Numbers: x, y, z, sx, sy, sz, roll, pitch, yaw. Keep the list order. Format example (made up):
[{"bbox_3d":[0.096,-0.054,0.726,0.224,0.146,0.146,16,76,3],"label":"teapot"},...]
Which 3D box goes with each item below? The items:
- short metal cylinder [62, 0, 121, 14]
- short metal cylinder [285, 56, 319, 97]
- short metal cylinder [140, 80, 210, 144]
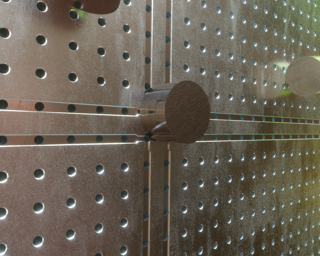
[{"bbox_3d":[-0.072,-0.161,0.312,0.080,0.080,0.050,25,74,-37],"label":"short metal cylinder"},{"bbox_3d":[0.305,-0.106,0.628,0.050,0.080,0.079,-13,98,-39],"label":"short metal cylinder"},{"bbox_3d":[0.021,-0.020,0.410,0.081,0.050,0.079,0,90,-40],"label":"short metal cylinder"}]
